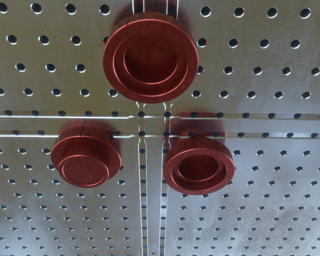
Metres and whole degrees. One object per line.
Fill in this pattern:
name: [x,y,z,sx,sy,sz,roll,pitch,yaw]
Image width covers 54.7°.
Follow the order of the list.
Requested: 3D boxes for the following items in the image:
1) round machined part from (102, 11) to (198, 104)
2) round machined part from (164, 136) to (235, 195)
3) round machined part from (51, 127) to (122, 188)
round machined part: [-0.010,-0.078,0.334,0.099,0.042,0.097,-1,130,0]
round machined part: [0.054,0.050,0.444,0.099,0.042,0.097,-1,130,0]
round machined part: [-0.105,0.048,0.440,0.099,0.042,0.097,-1,130,0]
